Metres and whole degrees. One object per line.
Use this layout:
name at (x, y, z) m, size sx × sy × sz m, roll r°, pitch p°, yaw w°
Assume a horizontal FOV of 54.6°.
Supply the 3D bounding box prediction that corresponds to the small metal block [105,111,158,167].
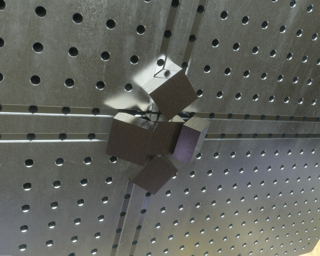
small metal block at (-0.035, 0.013, 0.383) m, size 0.050 × 0.025 × 0.050 m, roll 18°, pitch 114°, yaw 3°

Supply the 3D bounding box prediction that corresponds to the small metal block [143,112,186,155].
small metal block at (0.000, 0.008, 0.415) m, size 0.050 × 0.025 × 0.050 m, roll 1°, pitch 117°, yaw -29°

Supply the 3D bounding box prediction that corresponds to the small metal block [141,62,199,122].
small metal block at (0.013, -0.045, 0.390) m, size 0.050 × 0.025 × 0.050 m, roll -38°, pitch 129°, yaw -3°

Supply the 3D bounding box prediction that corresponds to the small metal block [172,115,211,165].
small metal block at (0.044, 0.015, 0.426) m, size 0.050 × 0.025 × 0.050 m, roll -36°, pitch 146°, yaw -61°

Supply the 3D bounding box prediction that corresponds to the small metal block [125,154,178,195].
small metal block at (-0.011, 0.061, 0.441) m, size 0.050 × 0.025 × 0.050 m, roll -47°, pitch 128°, yaw 5°
